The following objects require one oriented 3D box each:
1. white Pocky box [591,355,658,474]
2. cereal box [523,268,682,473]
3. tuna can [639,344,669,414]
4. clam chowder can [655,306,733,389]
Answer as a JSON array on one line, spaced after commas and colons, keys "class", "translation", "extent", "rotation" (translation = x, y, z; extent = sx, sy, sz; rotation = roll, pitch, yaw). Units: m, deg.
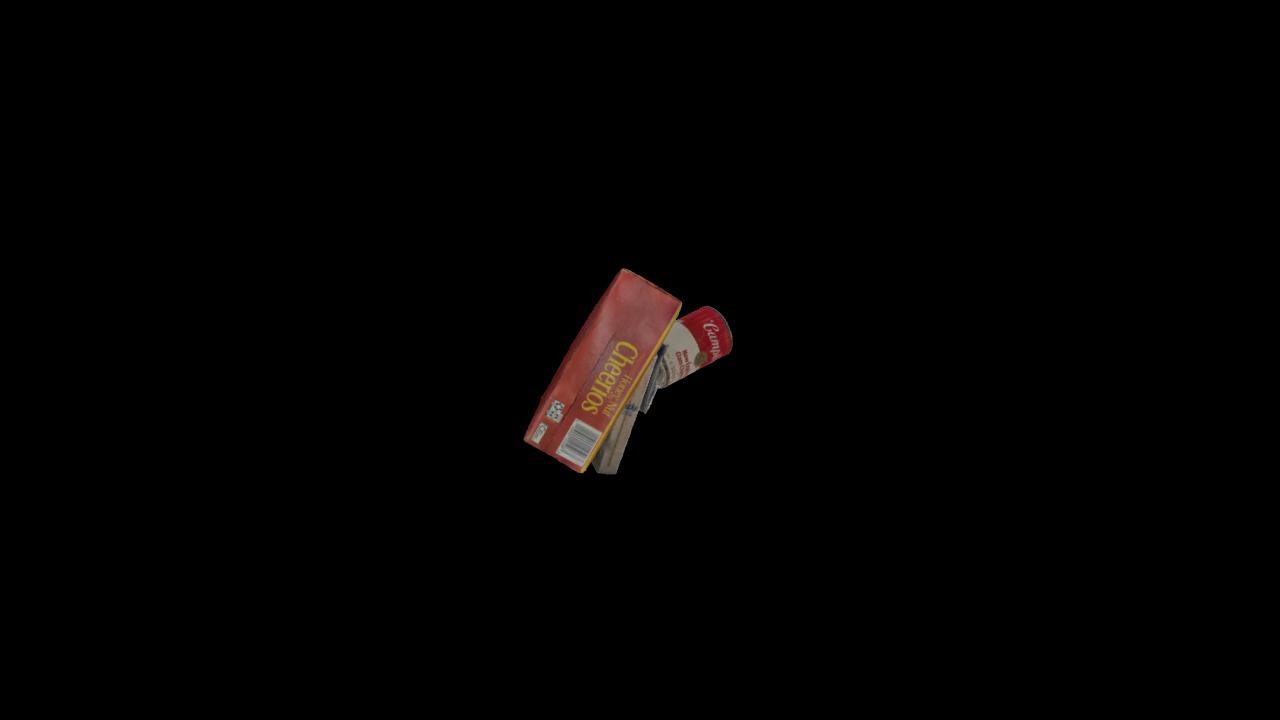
[{"class": "white Pocky box", "translation": [-0.028, 0.043, 0.698], "extent": [0.028, 0.154, 0.084], "rotation": [10, 21, -25]}, {"class": "cereal box", "translation": [-0.041, -0.008, 0.747], "extent": [0.081, 0.203, 0.306], "rotation": [30, 5, -5]}, {"class": "tuna can", "translation": [0.005, 0.017, 0.707], "extent": [0.034, 0.084, 0.084], "rotation": [20, 2, 7]}, {"class": "clam chowder can", "translation": [0.052, -0.016, 0.741], "extent": [0.102, 0.068, 0.068], "rotation": [-26, 12, -24]}]
